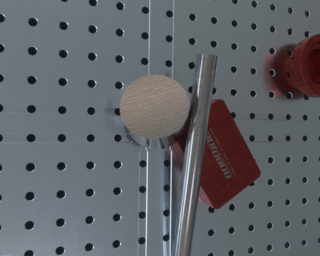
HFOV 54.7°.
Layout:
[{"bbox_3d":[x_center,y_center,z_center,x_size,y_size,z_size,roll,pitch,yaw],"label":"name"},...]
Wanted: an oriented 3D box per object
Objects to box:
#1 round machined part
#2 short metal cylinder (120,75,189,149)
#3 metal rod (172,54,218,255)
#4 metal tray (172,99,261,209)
[{"bbox_3d":[0.247,-0.097,0.495,0.099,0.042,0.097,0,90,-20],"label":"round machined part"},{"bbox_3d":[-0.005,-0.018,0.380,0.080,0.050,0.080,-1,73,3],"label":"short metal cylinder"},{"bbox_3d":[0.041,0.058,0.397,0.025,0.025,0.298,2,101,-20],"label":"metal rod"},{"bbox_3d":[0.076,0.036,0.438,0.090,0.030,0.130,-33,101,-17],"label":"metal tray"}]
